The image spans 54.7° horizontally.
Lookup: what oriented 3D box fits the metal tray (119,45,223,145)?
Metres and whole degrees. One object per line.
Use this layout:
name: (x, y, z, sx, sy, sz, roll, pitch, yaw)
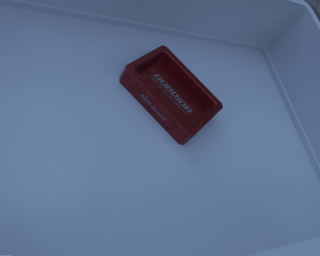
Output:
metal tray: (0.018, -0.050, 0.444, 0.130, 0.030, 0.091, 47, 51, 4)
